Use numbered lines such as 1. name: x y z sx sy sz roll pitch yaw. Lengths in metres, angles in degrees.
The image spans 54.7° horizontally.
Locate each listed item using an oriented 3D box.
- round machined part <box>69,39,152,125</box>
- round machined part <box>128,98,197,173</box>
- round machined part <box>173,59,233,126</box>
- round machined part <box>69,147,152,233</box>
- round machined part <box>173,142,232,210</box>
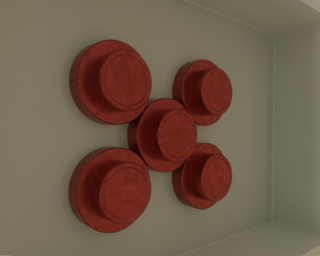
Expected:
1. round machined part: -0.048 -0.052 0.355 0.099 0.042 0.097 0 90 -40
2. round machined part: 0.011 0.010 0.404 0.099 0.042 0.097 0 90 -40
3. round machined part: 0.069 -0.052 0.454 0.099 0.042 0.097 0 90 -40
4. round machined part: -0.049 0.071 0.355 0.099 0.042 0.097 0 90 -40
5. round machined part: 0.069 0.071 0.454 0.099 0.042 0.097 0 90 -40
